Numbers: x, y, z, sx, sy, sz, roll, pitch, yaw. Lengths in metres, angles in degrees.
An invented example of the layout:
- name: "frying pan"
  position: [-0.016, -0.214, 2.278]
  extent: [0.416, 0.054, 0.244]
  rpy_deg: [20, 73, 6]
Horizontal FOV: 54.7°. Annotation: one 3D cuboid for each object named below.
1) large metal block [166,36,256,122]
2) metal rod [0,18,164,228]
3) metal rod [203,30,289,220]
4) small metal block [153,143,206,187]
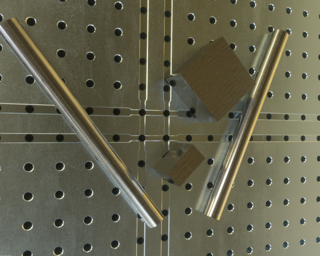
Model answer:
- name: "large metal block"
  position: [0.070, -0.064, 0.426]
  extent: [0.080, 0.050, 0.080]
  rpy_deg: [-43, 104, -15]
- name: "metal rod"
  position: [-0.089, 0.003, 0.380]
  extent: [0.025, 0.025, 0.299]
  rpy_deg: [-38, 103, -16]
- name: "metal rod"
  position: [0.131, -0.010, 0.462]
  extent: [0.025, 0.025, 0.299]
  rpy_deg: [26, 81, -19]
- name: "small metal block"
  position: [0.024, 0.047, 0.410]
  extent: [0.050, 0.050, 0.025]
  rpy_deg: [-46, 105, -14]
